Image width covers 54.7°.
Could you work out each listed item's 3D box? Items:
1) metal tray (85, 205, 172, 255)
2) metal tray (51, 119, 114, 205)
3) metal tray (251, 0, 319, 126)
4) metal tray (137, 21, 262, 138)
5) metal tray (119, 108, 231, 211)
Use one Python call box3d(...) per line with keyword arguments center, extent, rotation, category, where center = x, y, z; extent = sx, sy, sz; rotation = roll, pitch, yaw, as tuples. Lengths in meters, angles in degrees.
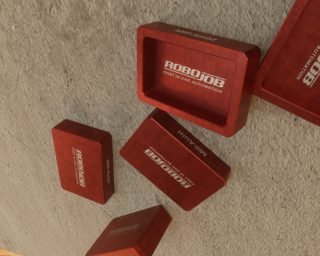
box3d(center=(-0.052, 0.178, 0.502), extent=(0.130, 0.090, 0.030), rotation=(-27, 104, 37), category="metal tray")
box3d(center=(-0.123, 0.057, 0.503), extent=(0.090, 0.030, 0.129), rotation=(16, 125, 19), category="metal tray")
box3d(center=(0.151, -0.071, 0.279), extent=(0.090, 0.030, 0.129), rotation=(28, 128, 10), category="metal tray")
box3d(center=(0.033, -0.055, 0.331), extent=(0.130, 0.030, 0.089), rotation=(25, 129, 31), category="metal tray")
box3d(center=(0.018, 0.046, 0.422), extent=(0.130, 0.030, 0.090), rotation=(41, 129, 0), category="metal tray")
